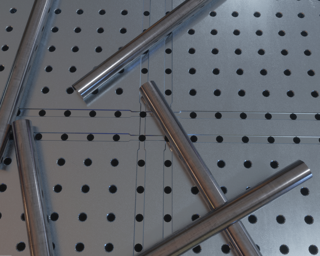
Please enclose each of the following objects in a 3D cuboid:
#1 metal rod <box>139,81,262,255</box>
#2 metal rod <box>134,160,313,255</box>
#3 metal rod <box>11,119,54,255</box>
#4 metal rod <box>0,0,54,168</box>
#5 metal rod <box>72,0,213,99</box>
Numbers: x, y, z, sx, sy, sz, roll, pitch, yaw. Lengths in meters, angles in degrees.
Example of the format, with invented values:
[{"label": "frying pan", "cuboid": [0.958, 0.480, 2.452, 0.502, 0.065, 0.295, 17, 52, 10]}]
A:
[{"label": "metal rod", "cuboid": [0.055, 0.065, 0.388, 0.025, 0.025, 0.299, -28, 73, -10]}, {"label": "metal rod", "cuboid": [0.034, 0.121, 0.347, 0.301, 0.025, 0.025, -30, 73, -3]}, {"label": "metal rod", "cuboid": [-0.141, 0.128, 0.362, 0.025, 0.025, 0.299, -16, 71, -6]}, {"label": "metal rod", "cuboid": [-0.196, -0.091, 0.442, 0.025, 0.025, 0.299, 7, 70, 2]}, {"label": "metal rod", "cuboid": [-0.003, -0.145, 0.464, 0.301, 0.025, 0.025, -41, 75, -14]}]
